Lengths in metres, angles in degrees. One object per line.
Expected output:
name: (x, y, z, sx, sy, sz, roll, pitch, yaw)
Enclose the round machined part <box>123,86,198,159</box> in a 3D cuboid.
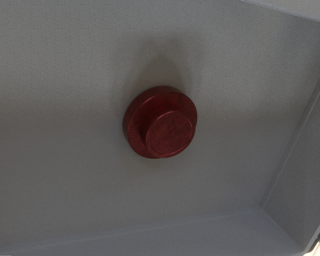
round machined part: (0.006, -0.001, 0.396, 0.099, 0.042, 0.097, -14, 124, -21)
